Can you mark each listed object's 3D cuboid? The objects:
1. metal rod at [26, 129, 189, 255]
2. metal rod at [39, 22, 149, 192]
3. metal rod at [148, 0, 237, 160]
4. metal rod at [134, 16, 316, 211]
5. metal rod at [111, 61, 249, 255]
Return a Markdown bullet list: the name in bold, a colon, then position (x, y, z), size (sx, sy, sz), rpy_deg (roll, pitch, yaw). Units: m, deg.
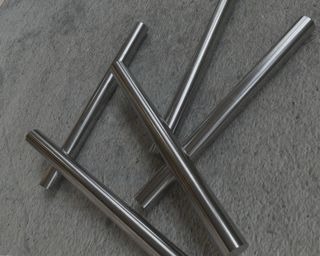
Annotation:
- **metal rod**: position (-0.074, 0.079, 0.374), size (0.300, 0.025, 0.025), rpy_deg (31, 79, 31)
- **metal rod**: position (-0.095, -0.043, 0.480), size (0.025, 0.025, 0.300), rpy_deg (14, 69, 34)
- **metal rod**: position (0.057, -0.094, 0.431), size (0.025, 0.025, 0.300), rpy_deg (12, 68, 33)
- **metal rod**: position (0.081, -0.021, 0.374), size (0.300, 0.025, 0.025), rpy_deg (-47, 51, -5)
- **metal rod**: position (0.003, 0.010, 0.362), size (0.025, 0.025, 0.300), rpy_deg (-36, 51, 4)
